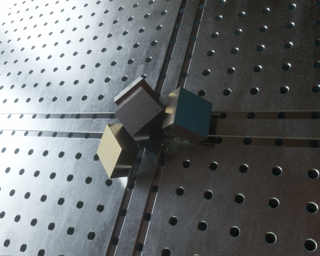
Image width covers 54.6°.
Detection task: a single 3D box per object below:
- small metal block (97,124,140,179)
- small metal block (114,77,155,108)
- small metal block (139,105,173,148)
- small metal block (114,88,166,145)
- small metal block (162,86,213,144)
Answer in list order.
[{"bbox_3d":[-0.056,0.029,0.404,0.050,0.025,0.050,53,130,39],"label":"small metal block"},{"bbox_3d":[-0.038,-0.047,0.442,0.050,0.025,0.050,-40,15,1],"label":"small metal block"},{"bbox_3d":[-0.009,-0.003,0.416,0.050,0.025,0.050,2,65,29],"label":"small metal block"},{"bbox_3d":[-0.023,-0.015,0.398,0.050,0.025,0.050,-41,51,-1],"label":"small metal block"},{"bbox_3d":[0.034,-0.015,0.381,0.025,0.050,0.050,-29,43,53],"label":"small metal block"}]
